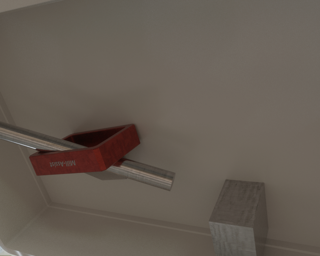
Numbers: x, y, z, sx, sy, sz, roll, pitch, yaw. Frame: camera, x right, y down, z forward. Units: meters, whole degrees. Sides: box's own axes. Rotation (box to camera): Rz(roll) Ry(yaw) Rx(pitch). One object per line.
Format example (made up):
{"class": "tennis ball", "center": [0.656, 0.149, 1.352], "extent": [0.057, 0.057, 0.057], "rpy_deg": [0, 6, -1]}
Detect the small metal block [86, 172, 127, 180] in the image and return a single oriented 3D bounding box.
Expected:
{"class": "small metal block", "center": [-0.084, 0.060, 0.472], "extent": [0.050, 0.025, 0.050], "rpy_deg": [-9, 151, 32]}

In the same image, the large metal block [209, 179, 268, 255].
{"class": "large metal block", "center": [0.104, 0.124, 0.394], "extent": [0.050, 0.080, 0.080], "rpy_deg": [0, 119, 28]}

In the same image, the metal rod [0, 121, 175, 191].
{"class": "metal rod", "center": [-0.127, 0.031, 0.427], "extent": [0.301, 0.025, 0.025], "rpy_deg": [15, 125, 10]}

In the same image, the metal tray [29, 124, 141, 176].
{"class": "metal tray", "center": [-0.105, 0.031, 0.436], "extent": [0.130, 0.090, 0.030], "rpy_deg": [-8, 106, 31]}
